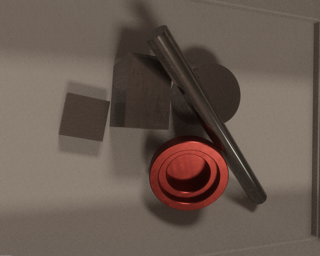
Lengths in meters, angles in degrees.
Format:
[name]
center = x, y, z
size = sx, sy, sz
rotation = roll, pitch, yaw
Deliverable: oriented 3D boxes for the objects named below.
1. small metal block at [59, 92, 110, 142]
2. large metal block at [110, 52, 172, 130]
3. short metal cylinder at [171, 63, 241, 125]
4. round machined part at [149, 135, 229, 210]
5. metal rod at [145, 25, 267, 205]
[small metal block]
center = -0.092, -0.012, 0.377
size = 0.050, 0.025, 0.050
rotation = 11, 86, -20
[large metal block]
center = -0.025, -0.039, 0.373
size = 0.050, 0.080, 0.080
rotation = 4, 89, -20
[short metal cylinder]
center = 0.061, -0.043, 0.421
size = 0.081, 0.050, 0.079
rotation = 0, 90, -21
[round machined part]
center = 0.036, 0.054, 0.402
size = 0.099, 0.042, 0.097
rotation = 0, 111, -1
[metal rod]
center = 0.073, 0.005, 0.388
size = 0.025, 0.025, 0.300
rotation = -47, 124, -14
